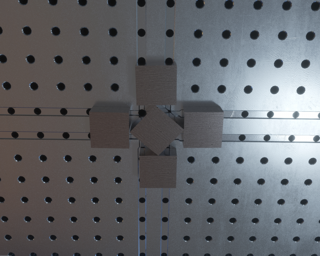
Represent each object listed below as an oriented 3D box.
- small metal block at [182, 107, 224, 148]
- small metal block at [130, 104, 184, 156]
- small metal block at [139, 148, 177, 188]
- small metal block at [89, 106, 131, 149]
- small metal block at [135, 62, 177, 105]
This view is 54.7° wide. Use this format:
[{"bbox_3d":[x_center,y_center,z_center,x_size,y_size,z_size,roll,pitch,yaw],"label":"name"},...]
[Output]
[{"bbox_3d":[0.056,-0.001,0.414,0.050,0.025,0.050,0,110,-1],"label":"small metal block"},{"bbox_3d":[-0.004,0.000,0.413,0.050,0.025,0.050,40,105,-14],"label":"small metal block"},{"bbox_3d":[-0.003,0.056,0.434,0.050,0.025,0.050,0,110,-1],"label":"small metal block"},{"bbox_3d":[-0.065,-0.001,0.412,0.050,0.025,0.050,1,110,-1],"label":"small metal block"},{"bbox_3d":[-0.005,-0.056,0.393,0.050,0.025,0.050,-1,110,-1],"label":"small metal block"}]
